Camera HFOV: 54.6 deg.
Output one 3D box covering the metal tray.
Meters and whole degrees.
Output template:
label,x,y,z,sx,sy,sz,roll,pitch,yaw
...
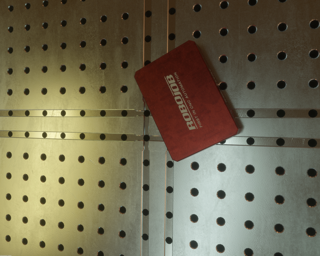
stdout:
label,x,y,z,sx,sy,sz,roll,pitch,yaw
metal tray,0.034,-0.033,0.398,0.090,0.030,0.130,-27,81,18
